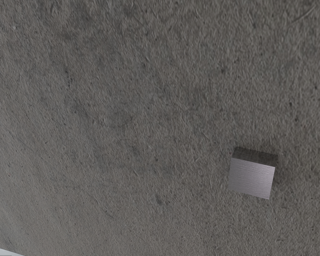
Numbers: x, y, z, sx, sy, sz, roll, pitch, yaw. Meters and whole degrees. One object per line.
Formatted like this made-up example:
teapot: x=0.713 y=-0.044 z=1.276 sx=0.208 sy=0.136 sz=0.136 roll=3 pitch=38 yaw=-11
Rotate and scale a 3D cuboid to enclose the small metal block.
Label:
small metal block: x=0.113 y=0.055 z=0.381 sx=0.050 sy=0.025 sz=0.050 roll=11 pitch=123 yaw=22
